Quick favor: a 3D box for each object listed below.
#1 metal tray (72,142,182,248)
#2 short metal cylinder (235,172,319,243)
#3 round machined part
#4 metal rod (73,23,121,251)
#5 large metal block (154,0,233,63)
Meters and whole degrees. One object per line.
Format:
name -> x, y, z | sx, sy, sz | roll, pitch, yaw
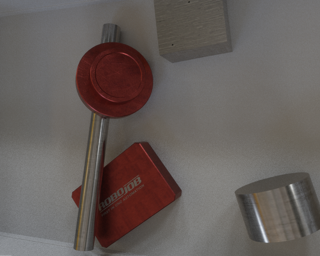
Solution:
metal tray -> -0.048, 0.090, 0.424 | 0.130, 0.030, 0.090 | -38, 78, 15
short metal cylinder -> 0.128, 0.084, 0.336 | 0.080, 0.080, 0.050 | -19, 84, 19
round machined part -> -0.056, -0.063, 0.394 | 0.099, 0.042, 0.097 | 2, 84, -18
metal rod -> -0.082, 0.006, 0.414 | 0.025, 0.025, 0.298 | 3, 82, 19
large metal block -> 0.041, -0.131, 0.382 | 0.080, 0.050, 0.080 | -7, 88, 19
